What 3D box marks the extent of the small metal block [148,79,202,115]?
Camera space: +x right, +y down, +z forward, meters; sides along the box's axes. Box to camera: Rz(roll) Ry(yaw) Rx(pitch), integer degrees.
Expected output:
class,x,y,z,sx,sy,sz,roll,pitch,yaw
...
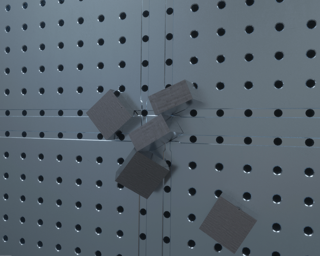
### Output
class,x,y,z,sx,sy,sz,roll,pitch,yaw
small metal block,0.020,-0.036,0.392,0.050,0.050,0.025,-23,83,18

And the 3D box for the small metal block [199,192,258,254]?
class,x,y,z,sx,sy,sz,roll,pitch,yaw
small metal block,0.085,0.116,0.382,0.050,0.025,0.050,33,100,16

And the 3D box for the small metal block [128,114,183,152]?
class,x,y,z,sx,sy,sz,roll,pitch,yaw
small metal block,-0.004,0.007,0.399,0.050,0.050,0.025,-32,77,17

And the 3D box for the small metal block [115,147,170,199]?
class,x,y,z,sx,sy,sz,roll,pitch,yaw
small metal block,-0.024,0.057,0.409,0.050,0.025,0.050,33,103,-14

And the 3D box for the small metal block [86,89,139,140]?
class,x,y,z,sx,sy,sz,roll,pitch,yaw
small metal block,-0.066,-0.018,0.435,0.050,0.025,0.050,-42,77,15
